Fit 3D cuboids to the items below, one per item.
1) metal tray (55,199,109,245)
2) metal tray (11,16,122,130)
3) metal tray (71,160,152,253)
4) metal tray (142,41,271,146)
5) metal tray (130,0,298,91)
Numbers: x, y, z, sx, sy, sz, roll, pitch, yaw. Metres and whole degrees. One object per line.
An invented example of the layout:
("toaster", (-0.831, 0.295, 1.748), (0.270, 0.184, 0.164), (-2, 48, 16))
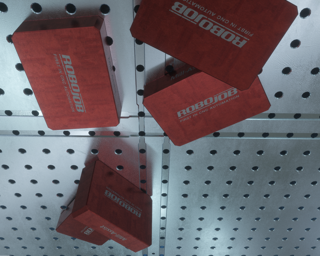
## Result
("metal tray", (-0.110, 0.152, 0.528), (0.090, 0.030, 0.129), (27, 130, -21))
("metal tray", (-0.100, -0.057, 0.358), (0.091, 0.030, 0.129), (-4, 130, 2))
("metal tray", (-0.065, 0.119, 0.469), (0.030, 0.090, 0.130), (-33, 123, 24))
("metal tray", (0.056, -0.037, 0.378), (0.130, 0.030, 0.090), (-24, 127, 18))
("metal tray", (0.049, -0.104, 0.297), (0.131, 0.030, 0.089), (25, 116, -8))
